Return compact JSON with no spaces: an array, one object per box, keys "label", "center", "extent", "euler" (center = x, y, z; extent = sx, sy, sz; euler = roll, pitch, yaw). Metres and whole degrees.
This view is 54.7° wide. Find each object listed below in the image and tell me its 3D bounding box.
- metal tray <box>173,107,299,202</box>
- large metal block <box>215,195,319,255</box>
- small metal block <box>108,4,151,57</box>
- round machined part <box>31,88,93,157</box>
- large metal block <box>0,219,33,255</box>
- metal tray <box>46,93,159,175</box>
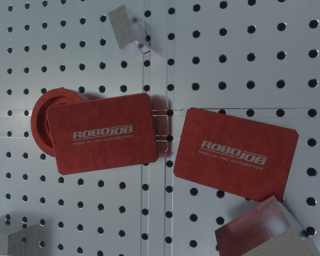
[{"label":"metal tray","center":[0.089,0.032,0.378],"extent":[0.130,0.030,0.089],"euler":[14,95,19]},{"label":"large metal block","center":[0.120,0.134,0.339],"extent":[0.080,0.050,0.080],"euler":[-38,109,16]},{"label":"small metal block","center":[-0.039,-0.128,0.413],"extent":[0.025,0.050,0.050],"euler":[-21,83,19]},{"label":"round machined part","center":[-0.134,-0.007,0.451],"extent":[0.098,0.042,0.097],"euler":[0,90,20]},{"label":"large metal block","center":[-0.252,0.194,0.488],"extent":[0.080,0.050,0.079],"euler":[3,91,20]},{"label":"metal tray","center":[-0.072,0.007,0.406],"extent":[0.131,0.030,0.089],"euler":[-8,98,1]}]
